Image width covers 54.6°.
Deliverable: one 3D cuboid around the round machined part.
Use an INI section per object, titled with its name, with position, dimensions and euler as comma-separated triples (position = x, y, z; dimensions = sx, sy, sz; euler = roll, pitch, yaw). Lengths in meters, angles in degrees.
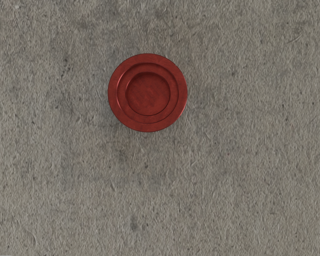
[round machined part]
position = -0.015, -0.043, 0.401
dimensions = 0.099, 0.042, 0.097
euler = 0, 90, 0
